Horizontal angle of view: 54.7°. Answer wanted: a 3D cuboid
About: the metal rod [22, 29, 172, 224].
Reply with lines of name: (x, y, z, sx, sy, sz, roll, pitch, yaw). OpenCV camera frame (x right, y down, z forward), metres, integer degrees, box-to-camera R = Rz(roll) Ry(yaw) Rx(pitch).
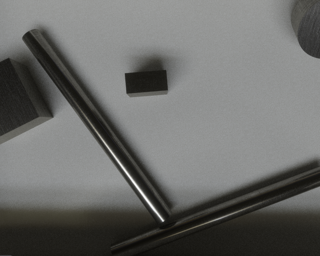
metal rod: (-0.082, -0.002, 0.410, 0.025, 0.025, 0.299, -36, 90, 0)

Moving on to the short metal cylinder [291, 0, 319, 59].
short metal cylinder: (0.209, -0.133, 0.381, 0.080, 0.050, 0.079, 6, 131, 7)

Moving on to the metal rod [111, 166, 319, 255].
metal rod: (0.081, 0.114, 0.412, 0.302, 0.025, 0.025, -20, 90, -1)

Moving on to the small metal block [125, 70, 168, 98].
small metal block: (-0.017, -0.056, 0.399, 0.050, 0.050, 0.025, -5, 90, -1)

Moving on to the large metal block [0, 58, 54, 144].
large metal block: (-0.199, -0.031, 0.396, 0.080, 0.050, 0.080, -27, 90, 0)
